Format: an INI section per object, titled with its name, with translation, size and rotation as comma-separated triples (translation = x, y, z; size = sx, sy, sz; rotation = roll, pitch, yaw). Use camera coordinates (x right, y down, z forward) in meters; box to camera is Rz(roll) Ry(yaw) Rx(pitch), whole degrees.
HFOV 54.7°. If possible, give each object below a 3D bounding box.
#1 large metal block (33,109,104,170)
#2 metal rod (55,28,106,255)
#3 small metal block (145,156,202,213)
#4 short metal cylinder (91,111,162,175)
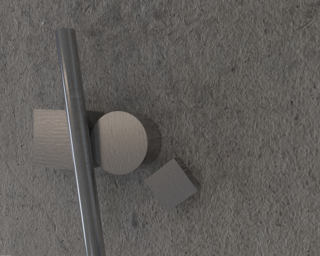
[large metal block]
translation = -0.130, 0.015, 0.441
size = 0.080, 0.050, 0.080
rotation = 2, 91, 20
[metal rod]
translation = -0.100, 0.027, 0.392
size = 0.025, 0.025, 0.298
rotation = -7, 92, 20
[small metal block]
translation = 0.017, 0.073, 0.403
size = 0.050, 0.025, 0.050
rotation = -39, 78, 15
[short metal cylinder]
translation = -0.044, 0.018, 0.411
size = 0.080, 0.050, 0.080
rotation = 0, 90, 20
